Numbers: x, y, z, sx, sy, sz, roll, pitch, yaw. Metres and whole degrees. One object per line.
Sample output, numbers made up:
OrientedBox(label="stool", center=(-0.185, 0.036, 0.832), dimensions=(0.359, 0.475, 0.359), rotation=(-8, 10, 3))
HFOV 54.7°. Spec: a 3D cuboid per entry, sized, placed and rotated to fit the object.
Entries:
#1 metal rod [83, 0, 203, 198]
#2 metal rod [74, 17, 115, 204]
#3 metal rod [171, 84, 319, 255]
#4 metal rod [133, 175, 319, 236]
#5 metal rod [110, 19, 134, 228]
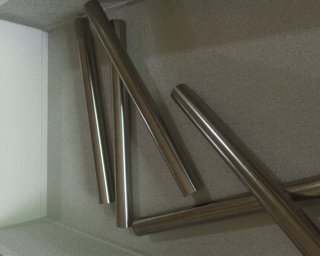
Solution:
OrientedBox(label="metal rod", center=(-0.029, -0.049, 0.411), dimensions=(0.025, 0.025, 0.299), rotation=(-38, 73, 33))
OrientedBox(label="metal rod", center=(-0.106, -0.032, 0.494), dimensions=(0.025, 0.025, 0.298), rotation=(-16, 80, 39))
OrientedBox(label="metal rod", center=(0.095, 0.052, 0.298), dimensions=(0.025, 0.025, 0.300), rotation=(-56, 49, 25))
OrientedBox(label="metal rod", center=(0.080, 0.087, 0.340), dimensions=(0.299, 0.025, 0.025), rotation=(-25, 75, 37))
OrientedBox(label="metal rod", center=(-0.057, -0.008, 0.454), dimensions=(0.025, 0.025, 0.298), rotation=(-4, 87, 40))
